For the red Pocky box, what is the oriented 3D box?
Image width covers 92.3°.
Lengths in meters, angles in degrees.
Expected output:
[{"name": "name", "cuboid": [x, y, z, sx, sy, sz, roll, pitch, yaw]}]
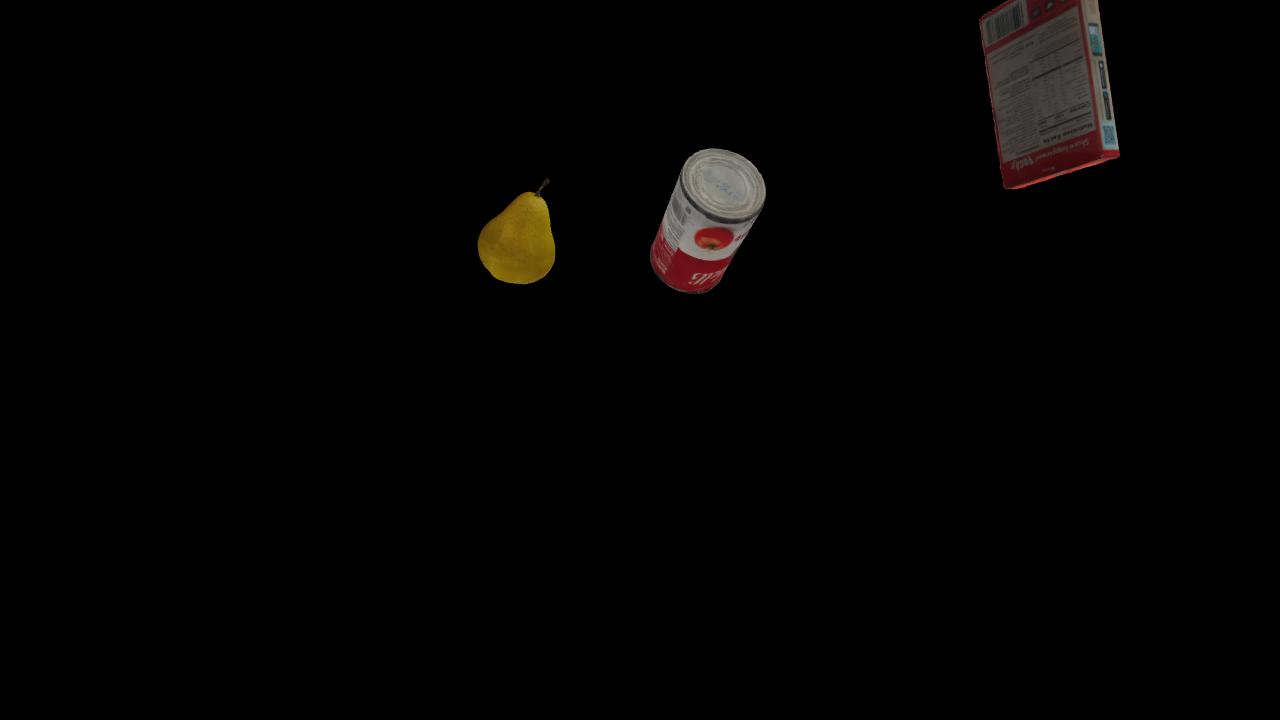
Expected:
[{"name": "red Pocky box", "cuboid": [0.336, -0.229, 0.510, 0.028, 0.155, 0.083, -9, 1, -25]}]

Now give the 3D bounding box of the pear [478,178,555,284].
[{"name": "pear", "cuboid": [-0.121, -0.133, 0.624, 0.080, 0.111, 0.080, 12, 37, -9]}]

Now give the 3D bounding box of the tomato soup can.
[{"name": "tomato soup can", "cuboid": [0.051, -0.107, 0.486, 0.068, 0.068, 0.101, 0, -26, -13]}]
